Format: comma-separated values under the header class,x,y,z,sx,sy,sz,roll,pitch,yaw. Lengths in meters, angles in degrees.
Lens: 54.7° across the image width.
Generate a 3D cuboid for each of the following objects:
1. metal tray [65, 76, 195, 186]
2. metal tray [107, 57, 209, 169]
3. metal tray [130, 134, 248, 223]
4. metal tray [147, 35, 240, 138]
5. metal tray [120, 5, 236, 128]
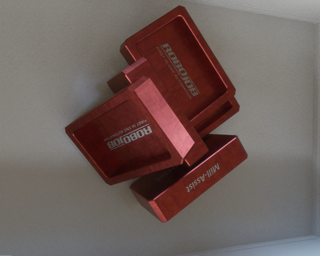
class,x,y,z,sx,sy,sz,roll,pitch,yaw
metal tray,-0.038,0.010,0.341,0.090,0.130,0.030,55,43,-12
metal tray,-0.006,-0.015,0.372,0.030,0.090,0.130,-39,103,-16
metal tray,0.033,0.055,0.388,0.131,0.090,0.030,-34,102,-17
metal tray,0.040,-0.055,0.423,0.090,0.030,0.130,-36,101,-15
metal tray,0.024,-0.071,0.384,0.090,0.030,0.130,-38,102,-16
